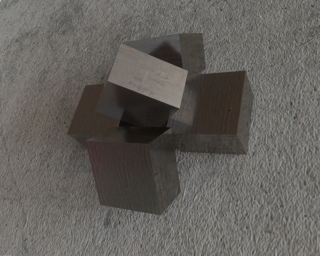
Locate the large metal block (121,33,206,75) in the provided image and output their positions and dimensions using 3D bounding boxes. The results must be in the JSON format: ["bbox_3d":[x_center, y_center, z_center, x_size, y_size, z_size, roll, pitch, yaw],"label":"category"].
[{"bbox_3d":[0.008,-0.096,0.416,0.080,0.080,0.050,0,105,28],"label":"large metal block"}]

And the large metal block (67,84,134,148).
[{"bbox_3d":[-0.071,-0.015,0.434,0.080,0.050,0.080,0,62,27],"label":"large metal block"}]

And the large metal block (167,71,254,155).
[{"bbox_3d":[0.060,-0.017,0.364,0.080,0.050,0.080,0,62,28],"label":"large metal block"}]

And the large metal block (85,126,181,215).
[{"bbox_3d":[-0.028,0.044,0.349,0.080,0.079,0.050,1,19,29],"label":"large metal block"}]

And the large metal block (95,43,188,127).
[{"bbox_3d":[-0.024,-0.043,0.365,0.080,0.080,0.050,136,151,-61],"label":"large metal block"}]
